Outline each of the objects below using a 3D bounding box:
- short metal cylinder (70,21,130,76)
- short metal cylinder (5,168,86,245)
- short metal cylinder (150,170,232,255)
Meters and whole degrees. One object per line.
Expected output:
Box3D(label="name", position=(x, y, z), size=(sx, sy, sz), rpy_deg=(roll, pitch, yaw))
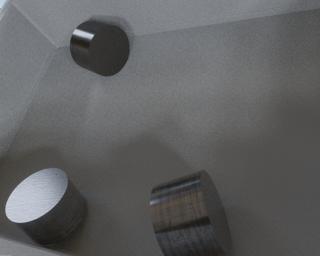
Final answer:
Box3D(label="short metal cylinder", position=(-0.096, -0.129, 0.500), size=(0.050, 0.080, 0.080), rpy_deg=(26, 76, 37))
Box3D(label="short metal cylinder", position=(-0.141, 0.097, 0.389), size=(0.080, 0.050, 0.080), rpy_deg=(-13, 39, 11))
Box3D(label="short metal cylinder", position=(0.031, 0.087, 0.301), size=(0.050, 0.080, 0.080), rpy_deg=(-21, 54, 16))
